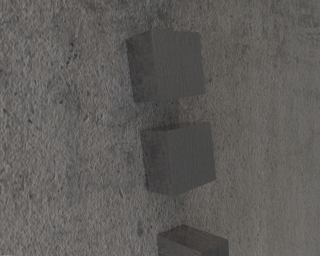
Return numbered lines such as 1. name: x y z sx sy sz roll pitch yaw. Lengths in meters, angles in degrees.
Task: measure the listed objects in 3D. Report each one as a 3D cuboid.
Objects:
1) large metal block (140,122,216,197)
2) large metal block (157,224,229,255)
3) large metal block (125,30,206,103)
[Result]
1. large metal block: 0.025 0.037 0.409 0.081 0.050 0.079 -11 97 -39
2. large metal block: 0.043 0.181 0.405 0.050 0.080 0.079 -6 94 -40
3. large metal block: 0.009 -0.077 0.395 0.081 0.050 0.079 -12 98 -39
